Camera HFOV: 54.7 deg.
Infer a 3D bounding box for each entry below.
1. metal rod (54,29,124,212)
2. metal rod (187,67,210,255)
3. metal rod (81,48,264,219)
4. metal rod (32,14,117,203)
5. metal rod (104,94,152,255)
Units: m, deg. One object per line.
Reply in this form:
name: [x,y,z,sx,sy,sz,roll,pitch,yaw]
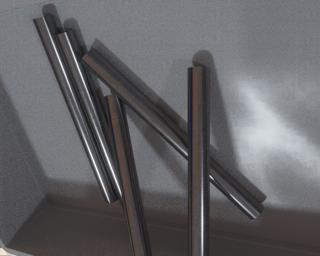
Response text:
metal rod: [-0.085,0.008,0.456,0.025,0.025,0.298,-2,118,29]
metal rod: [0.045,0.082,0.356,0.025,0.025,0.298,1,94,27]
metal rod: [0.018,0.009,0.403,0.300,0.025,0.025,43,129,-2]
metal rod: [-0.116,-0.012,0.460,0.025,0.025,0.298,-1,118,28]
metal rod: [-0.035,0.103,0.404,0.025,0.025,0.298,-14,84,33]
